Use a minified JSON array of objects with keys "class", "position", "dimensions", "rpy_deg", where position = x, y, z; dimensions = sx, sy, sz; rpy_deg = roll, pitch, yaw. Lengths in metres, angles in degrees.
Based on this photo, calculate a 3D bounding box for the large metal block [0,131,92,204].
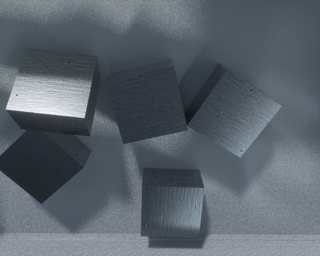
[{"class":"large metal block","position":[-0.153,0.038,0.410],"dimensions":[0.080,0.050,0.080],"rpy_deg":[-40,106,13]}]

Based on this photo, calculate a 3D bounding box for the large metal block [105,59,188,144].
[{"class":"large metal block","position":[-0.015,-0.034,0.385],"dimensions":[0.080,0.050,0.079],"rpy_deg":[-12,110,4]}]

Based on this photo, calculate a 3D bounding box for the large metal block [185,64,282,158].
[{"class":"large metal block","position":[0.088,-0.023,0.391],"dimensions":[0.080,0.050,0.080],"rpy_deg":[31,107,-11]}]

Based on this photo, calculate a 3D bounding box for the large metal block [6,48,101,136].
[{"class":"large metal block","position":[-0.117,-0.040,0.359],"dimensions":[0.081,0.050,0.080],"rpy_deg":[6,65,-3]}]

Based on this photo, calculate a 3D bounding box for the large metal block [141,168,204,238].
[{"class":"large metal block","position":[0.015,0.105,0.437],"dimensions":[0.081,0.050,0.079],"rpy_deg":[2,110,-2]}]
